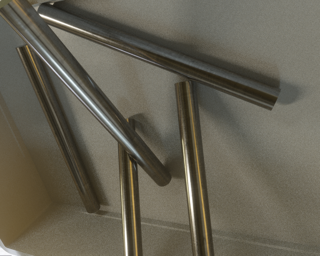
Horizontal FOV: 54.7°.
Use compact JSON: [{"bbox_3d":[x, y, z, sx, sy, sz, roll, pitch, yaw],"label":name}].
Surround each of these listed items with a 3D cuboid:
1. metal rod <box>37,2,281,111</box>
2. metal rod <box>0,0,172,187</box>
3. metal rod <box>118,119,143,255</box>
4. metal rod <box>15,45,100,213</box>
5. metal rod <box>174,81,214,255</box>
[{"bbox_3d":[-0.013,-0.088,0.359,0.301,0.025,0.025,24,127,13],"label":"metal rod"},{"bbox_3d":[-0.059,-0.014,0.351,0.025,0.025,0.300,-4,142,30],"label":"metal rod"},{"bbox_3d":[-0.037,0.137,0.413,0.025,0.025,0.298,-8,83,31],"label":"metal rod"},{"bbox_3d":[-0.155,0.015,0.496,0.025,0.025,0.298,-1,118,28],"label":"metal rod"},{"bbox_3d":[0.045,0.095,0.360,0.025,0.025,0.298,-6,89,31],"label":"metal rod"}]
